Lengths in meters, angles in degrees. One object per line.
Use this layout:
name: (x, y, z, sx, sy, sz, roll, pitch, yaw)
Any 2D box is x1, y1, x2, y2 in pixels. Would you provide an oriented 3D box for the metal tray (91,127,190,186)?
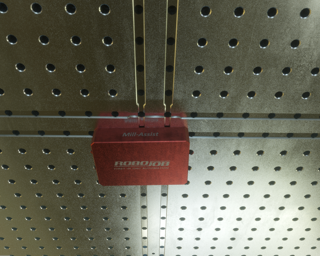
metal tray: (-0.025, 0.042, 0.444, 0.131, 0.030, 0.089, -1, 130, 0)
